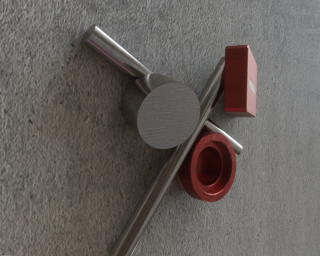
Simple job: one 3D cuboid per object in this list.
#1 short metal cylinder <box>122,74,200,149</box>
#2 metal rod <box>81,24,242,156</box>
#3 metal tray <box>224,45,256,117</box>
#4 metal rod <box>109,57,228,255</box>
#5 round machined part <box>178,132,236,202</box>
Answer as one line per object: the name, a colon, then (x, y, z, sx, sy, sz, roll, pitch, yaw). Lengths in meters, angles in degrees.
short metal cylinder: (0.001, -0.021, 0.373, 0.081, 0.050, 0.079, -11, 115, -24)
metal rod: (0.023, -0.034, 0.426, 0.301, 0.025, 0.025, 35, 69, -35)
metal tray: (0.125, -0.065, 0.470, 0.130, 0.030, 0.089, 4, 87, -68)
metal rod: (0.024, 0.030, 0.404, 0.025, 0.025, 0.300, 41, 72, -33)
round machined part: (0.063, 0.055, 0.448, 0.099, 0.042, 0.097, 0, 90, -40)
